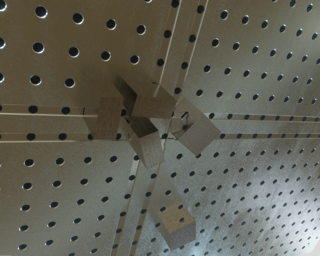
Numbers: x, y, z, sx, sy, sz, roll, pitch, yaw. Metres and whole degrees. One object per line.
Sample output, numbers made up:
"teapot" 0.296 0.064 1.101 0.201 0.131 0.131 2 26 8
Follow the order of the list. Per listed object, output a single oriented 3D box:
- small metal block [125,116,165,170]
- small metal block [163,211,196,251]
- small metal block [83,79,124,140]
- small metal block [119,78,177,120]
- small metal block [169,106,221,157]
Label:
"small metal block" -0.019 0.015 0.393 0.025 0.050 0.050 -22 127 -15
"small metal block" 0.035 0.179 0.540 0.050 0.025 0.050 -19 126 -18
"small metal block" -0.064 -0.021 0.346 0.025 0.050 0.050 0 118 -29
"small metal block" -0.016 -0.034 0.364 0.050 0.050 0.025 5 116 -31
"small metal block" 0.051 0.005 0.441 0.050 0.025 0.050 -46 129 4
